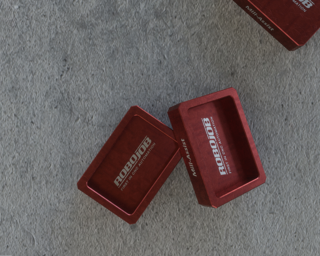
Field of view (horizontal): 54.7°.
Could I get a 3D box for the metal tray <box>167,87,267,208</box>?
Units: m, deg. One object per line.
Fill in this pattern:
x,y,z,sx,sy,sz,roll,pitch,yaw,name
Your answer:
0.073,0.022,0.389,0.091,0.030,0.129,-19,90,-26,metal tray

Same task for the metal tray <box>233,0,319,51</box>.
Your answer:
0.162,-0.178,0.408,0.130,0.030,0.090,42,90,0,metal tray

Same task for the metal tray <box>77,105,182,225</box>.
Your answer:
-0.034,0.047,0.407,0.090,0.030,0.130,35,90,0,metal tray
